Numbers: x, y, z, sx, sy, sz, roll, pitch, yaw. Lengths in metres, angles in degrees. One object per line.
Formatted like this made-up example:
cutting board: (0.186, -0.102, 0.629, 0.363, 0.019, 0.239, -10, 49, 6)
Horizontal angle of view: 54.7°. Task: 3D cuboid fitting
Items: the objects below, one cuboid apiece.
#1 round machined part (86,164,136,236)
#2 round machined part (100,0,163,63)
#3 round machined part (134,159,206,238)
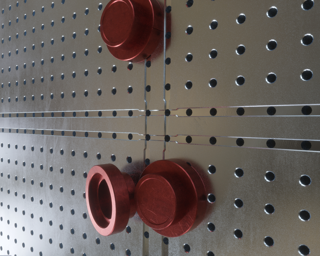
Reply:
round machined part: (-0.067, 0.099, 0.441, 0.098, 0.042, 0.097, 6, 98, 54)
round machined part: (-0.046, -0.144, 0.434, 0.098, 0.042, 0.097, 0, 90, 39)
round machined part: (0.006, 0.089, 0.392, 0.098, 0.042, 0.097, 0, 90, 39)
